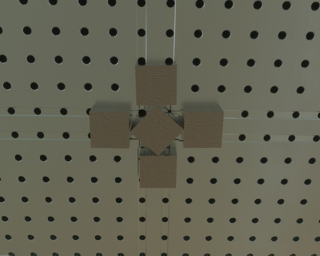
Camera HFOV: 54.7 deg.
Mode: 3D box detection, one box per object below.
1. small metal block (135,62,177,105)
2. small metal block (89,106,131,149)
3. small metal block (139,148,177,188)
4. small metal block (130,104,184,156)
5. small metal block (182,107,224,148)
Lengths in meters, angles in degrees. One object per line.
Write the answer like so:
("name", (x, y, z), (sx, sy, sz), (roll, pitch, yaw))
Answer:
("small metal block", (-0.005, -0.056, 0.393), (0.050, 0.025, 0.050), (-1, 110, -1))
("small metal block", (-0.065, -0.001, 0.412), (0.050, 0.025, 0.050), (1, 110, -1))
("small metal block", (-0.003, 0.056, 0.434), (0.050, 0.025, 0.050), (0, 110, -1))
("small metal block", (-0.004, 0.000, 0.413), (0.050, 0.025, 0.050), (40, 105, -14))
("small metal block", (0.056, -0.001, 0.414), (0.050, 0.025, 0.050), (0, 110, -1))
